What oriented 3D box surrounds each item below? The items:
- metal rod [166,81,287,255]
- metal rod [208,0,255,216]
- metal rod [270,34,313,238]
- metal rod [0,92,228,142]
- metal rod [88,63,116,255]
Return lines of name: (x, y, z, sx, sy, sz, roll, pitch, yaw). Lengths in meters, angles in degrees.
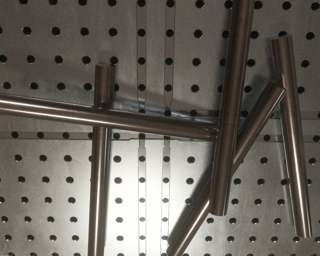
metal rod: (0.082, 0.073, 0.432, 0.025, 0.025, 0.298, 23, 112, -9)
metal rod: (0.088, -0.034, 0.380, 0.025, 0.025, 0.298, 4, 102, -2)
metal rod: (0.184, 0.025, 0.425, 0.025, 0.025, 0.298, -14, 110, 5)
metal rod: (-0.053, -0.011, 0.384, 0.302, 0.025, 0.025, 8, 110, -13)
metal rod: (-0.084, 0.061, 0.434, 0.025, 0.025, 0.298, 6, 110, -3)
